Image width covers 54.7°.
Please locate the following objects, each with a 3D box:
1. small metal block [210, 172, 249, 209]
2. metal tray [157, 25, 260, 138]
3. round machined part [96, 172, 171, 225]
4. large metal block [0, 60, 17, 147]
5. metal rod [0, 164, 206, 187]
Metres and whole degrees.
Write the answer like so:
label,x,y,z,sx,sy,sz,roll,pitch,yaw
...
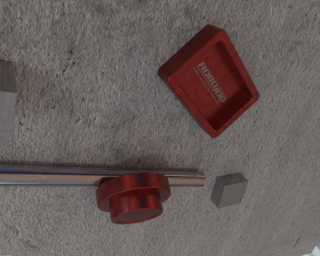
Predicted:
label,x,y,z,sx,sy,sz,roll,pitch,yaw
small metal block,0.121,0.109,0.540,0.050,0.025,0.050,-6,121,-26
metal tray,0.068,-0.056,0.406,0.090,0.030,0.130,-43,130,1
round machined part,-0.033,0.098,0.411,0.099,0.042,0.098,-10,151,-5
large metal block,-0.170,-0.028,0.261,0.081,0.080,0.050,6,116,-31
metal rod,-0.063,0.066,0.413,0.302,0.025,0.025,7,115,-32
